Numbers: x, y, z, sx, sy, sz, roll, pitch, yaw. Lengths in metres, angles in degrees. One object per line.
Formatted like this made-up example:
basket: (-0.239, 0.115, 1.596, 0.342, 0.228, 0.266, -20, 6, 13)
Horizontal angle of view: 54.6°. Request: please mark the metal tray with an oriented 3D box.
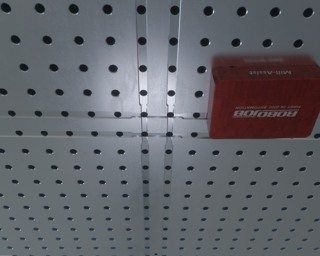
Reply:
metal tray: (0.128, -0.029, 0.384, 0.131, 0.030, 0.089, -1, 130, 0)
